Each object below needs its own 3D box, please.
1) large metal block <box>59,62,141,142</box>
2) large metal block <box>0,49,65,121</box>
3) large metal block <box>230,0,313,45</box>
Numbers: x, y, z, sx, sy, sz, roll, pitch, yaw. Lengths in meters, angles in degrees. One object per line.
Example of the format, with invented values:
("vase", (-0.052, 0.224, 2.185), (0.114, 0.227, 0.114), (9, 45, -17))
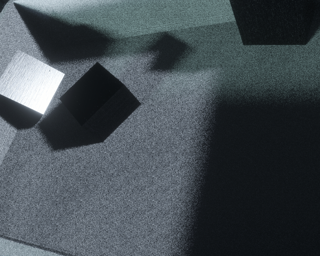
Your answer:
("large metal block", (-0.089, -0.040, 0.461), (0.080, 0.050, 0.080), (-45, 51, -3))
("large metal block", (-0.220, -0.070, 0.520), (0.050, 0.080, 0.080), (-22, 44, 60))
("large metal block", (0.142, -0.150, 0.388), (0.080, 0.080, 0.050), (9, 67, 32))
